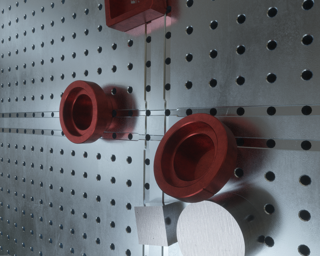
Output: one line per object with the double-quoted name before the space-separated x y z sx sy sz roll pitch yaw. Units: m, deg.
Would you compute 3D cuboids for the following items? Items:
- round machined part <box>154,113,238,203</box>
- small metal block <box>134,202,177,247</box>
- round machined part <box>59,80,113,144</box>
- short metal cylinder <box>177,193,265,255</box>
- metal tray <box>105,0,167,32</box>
"round machined part" 0.043 0.036 0.345 0.098 0.042 0.098 -26 48 33
"small metal block" -0.005 0.127 0.411 0.050 0.025 0.050 -13 82 39
"round machined part" -0.113 -0.024 0.489 0.098 0.042 0.097 0 90 39
"short metal cylinder" 0.066 0.115 0.338 0.080 0.050 0.079 0 90 39
"metal tray" -0.039 -0.213 0.435 0.090 0.030 0.129 -7 85 39
